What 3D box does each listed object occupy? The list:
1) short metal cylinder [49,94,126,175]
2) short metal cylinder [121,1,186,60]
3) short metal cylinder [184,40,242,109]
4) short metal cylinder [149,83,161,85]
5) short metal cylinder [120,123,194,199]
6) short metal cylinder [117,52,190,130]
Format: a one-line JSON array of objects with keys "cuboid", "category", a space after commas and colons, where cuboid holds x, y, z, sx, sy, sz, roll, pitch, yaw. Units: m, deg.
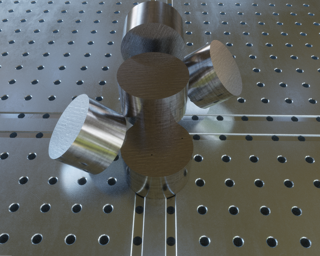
[{"cuboid": [-0.084, 0.008, 0.357, 0.050, 0.080, 0.080, 31, 40, -33], "category": "short metal cylinder"}, {"cuboid": [-0.008, -0.114, 0.401, 0.081, 0.080, 0.050, 0, 50, 0], "category": "short metal cylinder"}, {"cuboid": [0.070, -0.072, 0.424, 0.050, 0.080, 0.080, -22, 39, 36], "category": "short metal cylinder"}, {"cuboid": [-0.006, -0.069, 0.449, 0.081, 0.050, 0.080, 0, 51, 0], "category": "short metal cylinder"}, {"cuboid": [-0.003, 0.035, 0.361, 0.081, 0.050, 0.080, 0, 51, 0], "category": "short metal cylinder"}, {"cuboid": [-0.008, -0.044, 0.362, 0.081, 0.050, 0.080, 0, 50, 0], "category": "short metal cylinder"}]
